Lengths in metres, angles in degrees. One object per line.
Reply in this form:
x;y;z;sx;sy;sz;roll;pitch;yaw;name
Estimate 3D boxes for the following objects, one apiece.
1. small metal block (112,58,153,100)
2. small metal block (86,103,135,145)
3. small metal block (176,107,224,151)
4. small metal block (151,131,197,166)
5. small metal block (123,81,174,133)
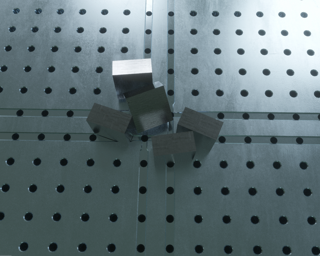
-0.035;-0.066;0.420;0.050;0.050;0.025;-4;57;-2;small metal block
-0.061;-0.004;0.400;0.050;0.050;0.025;19;72;7;small metal block
0.049;0.003;0.398;0.050;0.050;0.025;23;72;8;small metal block
0.016;0.027;0.389;0.050;0.050;0.025;-7;70;-3;small metal block
-0.015;-0.028;0.407;0.050;0.025;0.050;-21;115;-8;small metal block
